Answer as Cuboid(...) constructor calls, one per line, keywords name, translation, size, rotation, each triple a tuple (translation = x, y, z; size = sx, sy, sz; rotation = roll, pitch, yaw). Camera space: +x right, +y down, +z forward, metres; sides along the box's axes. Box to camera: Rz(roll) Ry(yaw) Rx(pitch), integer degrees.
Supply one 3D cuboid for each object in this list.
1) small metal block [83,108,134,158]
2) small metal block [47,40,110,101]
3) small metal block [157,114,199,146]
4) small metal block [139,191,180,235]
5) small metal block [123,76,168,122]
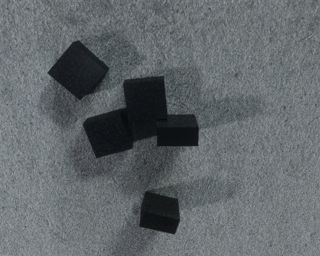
Cuboid(name="small metal block", translation=(-0.067, 0.007, 0.412), size=(0.050, 0.025, 0.050), rotation=(-15, 110, 5))
Cuboid(name="small metal block", translation=(-0.100, -0.071, 0.383), size=(0.050, 0.025, 0.050), rotation=(42, 105, -14))
Cuboid(name="small metal block", translation=(0.022, 0.002, 0.397), size=(0.050, 0.050, 0.025), rotation=(0, 110, 0))
Cuboid(name="small metal block", translation=(0.000, 0.120, 0.440), size=(0.050, 0.050, 0.025), rotation=(15, 110, -6))
Cuboid(name="small metal block", translation=(-0.018, -0.037, 0.396), size=(0.050, 0.025, 0.050), rotation=(-5, 110, 2))
